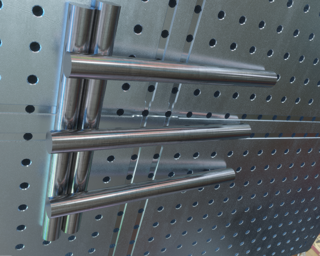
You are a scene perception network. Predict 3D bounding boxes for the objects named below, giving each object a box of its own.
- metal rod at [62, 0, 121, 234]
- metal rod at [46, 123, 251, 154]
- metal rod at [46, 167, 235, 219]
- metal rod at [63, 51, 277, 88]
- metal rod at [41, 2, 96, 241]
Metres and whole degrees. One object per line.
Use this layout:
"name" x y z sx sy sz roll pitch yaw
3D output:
"metal rod" -0.087 0.007 0.368 0.025 0.025 0.298 1 118 -29
"metal rod" 0.010 0.009 0.404 0.303 0.025 0.025 -2 120 -35
"metal rod" -0.005 0.086 0.445 0.303 0.025 0.025 -3 120 -34
"metal rod" 0.038 -0.066 0.374 0.303 0.025 0.025 -3 120 -34
"metal rod" -0.111 0.013 0.359 0.025 0.025 0.298 1 118 -29
